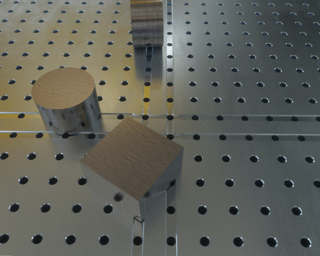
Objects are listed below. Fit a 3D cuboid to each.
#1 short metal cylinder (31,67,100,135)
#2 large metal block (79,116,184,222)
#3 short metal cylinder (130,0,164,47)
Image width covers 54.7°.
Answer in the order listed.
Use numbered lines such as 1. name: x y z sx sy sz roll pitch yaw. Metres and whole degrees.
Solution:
1. short metal cylinder: -0.126 -0.038 0.422 0.080 0.050 0.080 0 50 0
2. large metal block: -0.030 0.044 0.354 0.080 0.050 0.080 29 56 22
3. short metal cylinder: -0.022 -0.177 0.520 0.050 0.080 0.080 -3 50 -3
